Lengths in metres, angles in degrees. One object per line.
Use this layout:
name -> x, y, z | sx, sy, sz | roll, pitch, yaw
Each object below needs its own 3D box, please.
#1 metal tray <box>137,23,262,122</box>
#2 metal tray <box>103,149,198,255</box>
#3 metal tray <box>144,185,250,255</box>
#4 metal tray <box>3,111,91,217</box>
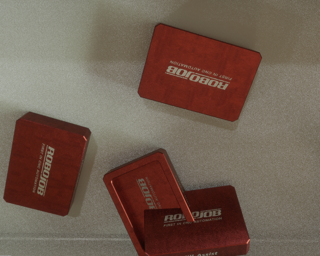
metal tray -> 0.046, -0.068, 0.384 | 0.131, 0.030, 0.089 | 15, 109, -6
metal tray -> -0.010, 0.104, 0.427 | 0.090, 0.030, 0.129 | -24, 92, 8
metal tray -> 0.046, 0.130, 0.422 | 0.131, 0.090, 0.030 | -8, 131, 3
metal tray -> -0.155, 0.052, 0.426 | 0.091, 0.030, 0.129 | 16, 109, -6
